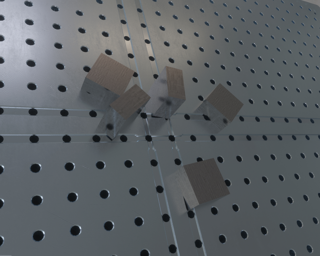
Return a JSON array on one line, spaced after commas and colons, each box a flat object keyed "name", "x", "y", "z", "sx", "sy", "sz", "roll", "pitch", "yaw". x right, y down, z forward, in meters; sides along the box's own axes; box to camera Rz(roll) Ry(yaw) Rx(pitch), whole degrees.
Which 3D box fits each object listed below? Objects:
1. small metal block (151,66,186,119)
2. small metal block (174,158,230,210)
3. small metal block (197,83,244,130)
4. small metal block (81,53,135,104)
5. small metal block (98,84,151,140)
[{"name": "small metal block", "x": 0.010, "y": -0.048, "z": 0.426, "sx": 0.025, "sy": 0.050, "sz": 0.050, "roll": 10, "pitch": 58, "yaw": -23}, {"name": "small metal block", "x": 0.053, "y": 0.070, "z": 0.393, "sx": 0.050, "sy": 0.025, "sz": 0.050, "roll": -9, "pitch": 66, "yaw": -32}, {"name": "small metal block", "x": 0.094, "y": -0.034, "z": 0.478, "sx": 0.050, "sy": 0.025, "sz": 0.050, "roll": 42, "pitch": 51, "yaw": 1}, {"name": "small metal block", "x": -0.068, "y": -0.064, "z": 0.410, "sx": 0.050, "sy": 0.025, "sz": 0.050, "roll": 28, "pitch": 52, "yaw": -11}, {"name": "small metal block", "x": -0.044, "y": -0.020, "z": 0.380, "sx": 0.025, "sy": 0.050, "sz": 0.050, "roll": 43, "pitch": 51, "yaw": 1}]
